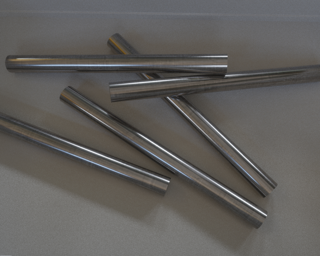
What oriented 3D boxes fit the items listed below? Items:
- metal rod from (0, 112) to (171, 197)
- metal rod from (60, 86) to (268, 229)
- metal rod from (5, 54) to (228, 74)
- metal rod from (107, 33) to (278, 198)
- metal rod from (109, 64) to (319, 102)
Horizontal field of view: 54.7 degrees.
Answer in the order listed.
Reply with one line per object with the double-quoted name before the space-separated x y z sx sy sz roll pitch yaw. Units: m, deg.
"metal rod" -0.131 0.022 0.399 0.301 0.025 0.025 20 71 7
"metal rod" -0.004 0.032 0.397 0.301 0.025 0.025 32 73 10
"metal rod" -0.063 -0.087 0.419 0.302 0.025 0.025 2 70 8
"metal rod" 0.034 -0.026 0.419 0.025 0.025 0.300 -41 75 -14
"metal rod" 0.085 -0.062 0.414 0.302 0.025 0.025 -7 70 -11
